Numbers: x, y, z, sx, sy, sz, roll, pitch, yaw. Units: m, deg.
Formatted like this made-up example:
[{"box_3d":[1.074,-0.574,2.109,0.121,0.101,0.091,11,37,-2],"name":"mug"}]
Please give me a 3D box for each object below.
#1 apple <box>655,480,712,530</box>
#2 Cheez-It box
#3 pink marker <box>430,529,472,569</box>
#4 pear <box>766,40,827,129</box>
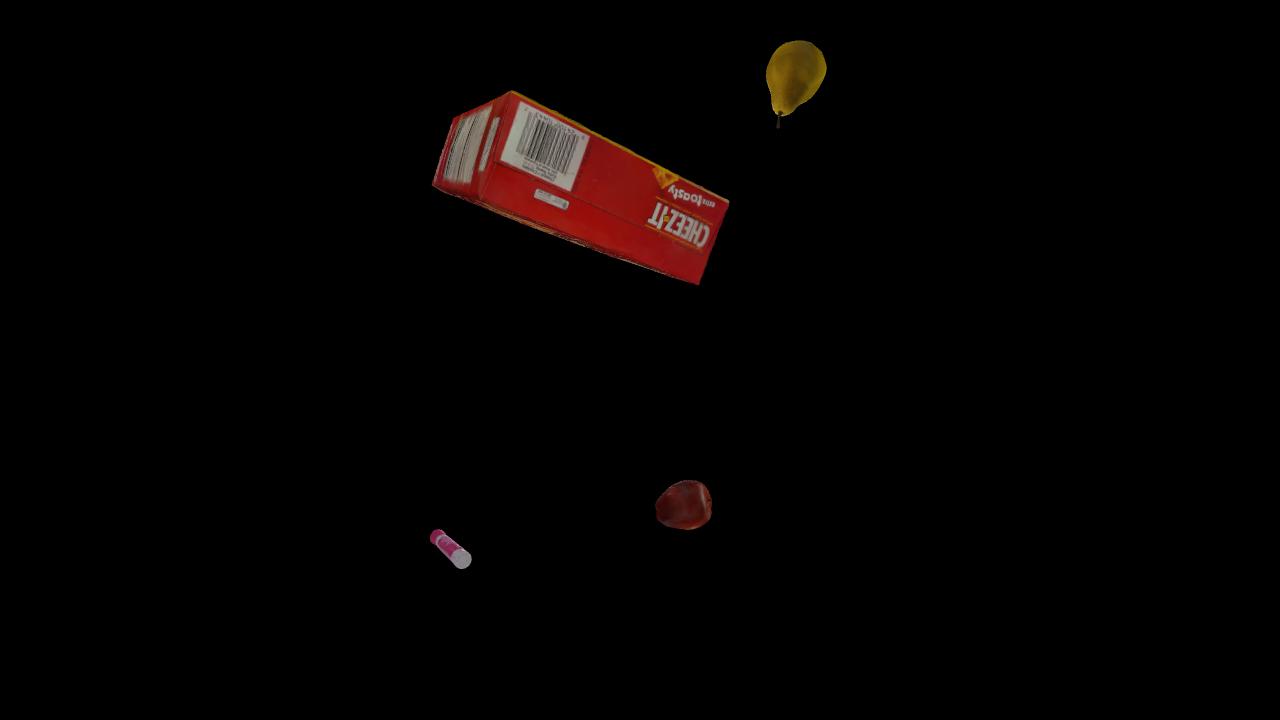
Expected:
[{"box_3d":[0.072,0.231,0.979,0.093,0.079,0.079,-18,-5,17],"name":"apple"},{"box_3d":[-0.060,-0.132,0.479,0.166,0.071,0.223,17,9,-29],"name":"Cheez-It box"},{"box_3d":[-0.222,0.217,0.713,0.020,0.020,0.121,0,-1,-32],"name":"pink marker"},{"box_3d":[0.190,-0.349,0.782,0.080,0.111,0.080,21,-24,10],"name":"pear"}]
